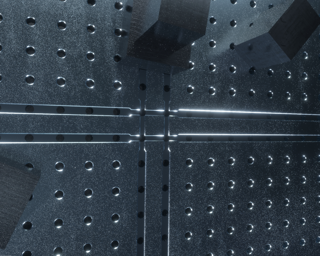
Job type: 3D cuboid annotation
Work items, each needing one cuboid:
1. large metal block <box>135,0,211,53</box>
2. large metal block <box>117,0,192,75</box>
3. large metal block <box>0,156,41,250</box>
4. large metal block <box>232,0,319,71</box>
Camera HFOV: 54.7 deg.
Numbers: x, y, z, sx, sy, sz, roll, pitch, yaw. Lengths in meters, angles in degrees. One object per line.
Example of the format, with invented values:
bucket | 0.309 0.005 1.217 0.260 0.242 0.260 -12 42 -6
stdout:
large metal block | 0.014 -0.135 0.336 0.050 0.080 0.080 11 87 -20
large metal block | -0.005 -0.118 0.398 0.081 0.050 0.080 8 88 -20
large metal block | -0.185 0.071 0.331 0.080 0.050 0.080 26 81 -19
large metal block | 0.166 -0.135 0.446 0.050 0.080 0.080 44 76 -15
